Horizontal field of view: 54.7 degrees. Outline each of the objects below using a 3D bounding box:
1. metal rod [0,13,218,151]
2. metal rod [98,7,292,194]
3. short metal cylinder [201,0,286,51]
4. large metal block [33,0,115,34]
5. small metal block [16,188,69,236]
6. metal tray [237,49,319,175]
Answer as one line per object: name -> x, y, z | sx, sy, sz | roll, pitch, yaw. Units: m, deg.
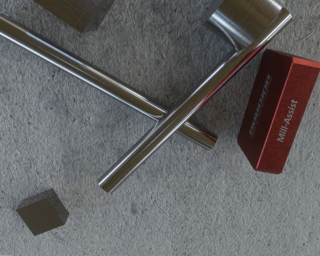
metal rod -> -0.059, -0.051, 0.389 | 0.301, 0.025, 0.025 | 29, 107, -11
metal rod -> 0.038, -0.030, 0.376 | 0.300, 0.025, 0.025 | -44, 105, 5
short metal cylinder -> 0.089, -0.131, 0.333 | 0.050, 0.080, 0.080 | 33, 107, -12
large metal block -> -0.095, -0.147, 0.325 | 0.080, 0.080, 0.050 | 33, 107, -12
small metal block -> -0.171, 0.123, 0.453 | 0.050, 0.025, 0.050 | -22, 109, 7
metal tray -> 0.134, -0.023, 0.368 | 0.030, 0.090, 0.129 | 10, 110, -4
